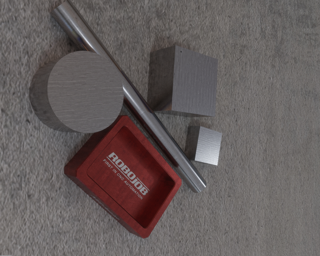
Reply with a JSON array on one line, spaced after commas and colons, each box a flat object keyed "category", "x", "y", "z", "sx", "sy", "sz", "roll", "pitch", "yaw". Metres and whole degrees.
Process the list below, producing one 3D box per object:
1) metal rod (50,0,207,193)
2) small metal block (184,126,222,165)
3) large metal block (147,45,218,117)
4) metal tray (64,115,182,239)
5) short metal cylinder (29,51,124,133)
[{"category": "metal rod", "x": -0.023, "y": -0.020, "z": 0.388, "sx": 0.025, "sy": 0.025, "sz": 0.300, "roll": -53, "pitch": 121, "yaw": -27}, {"category": "small metal block", "x": 0.064, "y": 0.027, "z": 0.463, "sx": 0.050, "sy": 0.025, "sz": 0.050, "roll": 17, "pitch": 79, "yaw": -39}, {"category": "large metal block", "x": 0.031, "y": -0.058, "z": 0.418, "sx": 0.081, "sy": 0.050, "sz": 0.080, "roll": 6, "pitch": 87, "yaw": -40}, {"category": "metal tray", "x": -0.038, "y": 0.059, "z": 0.373, "sx": 0.130, "sy": 0.030, "sz": 0.090, "roll": 52, "pitch": 60, "yaw": -28}, {"category": "short metal cylinder", "x": -0.085, "y": -0.035, "z": 0.320, "sx": 0.081, "sy": 0.050, "sz": 0.079, "roll": 0, "pitch": 90, "yaw": -40}]
